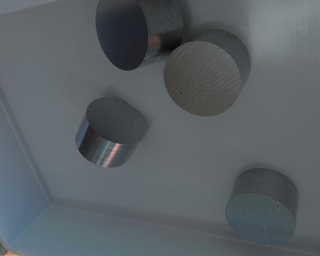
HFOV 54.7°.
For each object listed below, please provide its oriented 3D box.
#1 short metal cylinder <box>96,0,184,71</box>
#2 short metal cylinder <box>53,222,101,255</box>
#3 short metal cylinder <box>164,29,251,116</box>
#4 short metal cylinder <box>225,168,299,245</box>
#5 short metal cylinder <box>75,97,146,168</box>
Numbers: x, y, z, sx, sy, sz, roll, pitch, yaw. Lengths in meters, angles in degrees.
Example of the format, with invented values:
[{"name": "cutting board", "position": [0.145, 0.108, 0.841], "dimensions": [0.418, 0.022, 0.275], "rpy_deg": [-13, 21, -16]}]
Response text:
[{"name": "short metal cylinder", "position": [-0.022, -0.105, 0.324], "dimensions": [0.080, 0.050, 0.079], "rpy_deg": [24, 126, 37]}, {"name": "short metal cylinder", "position": [-0.161, 0.232, 0.604], "dimensions": [0.080, 0.080, 0.050], "rpy_deg": [8, 122, 24]}, {"name": "short metal cylinder", "position": [0.051, -0.059, 0.329], "dimensions": [0.080, 0.050, 0.079], "rpy_deg": [13, 124, 20]}, {"name": "short metal cylinder", "position": [0.127, 0.097, 0.385], "dimensions": [0.080, 0.050, 0.079], "rpy_deg": [13, 124, 21]}, {"name": "short metal cylinder", "position": [-0.066, 0.005, 0.411], "dimensions": [0.080, 0.080, 0.050], "rpy_deg": [37, 129, 3]}]
